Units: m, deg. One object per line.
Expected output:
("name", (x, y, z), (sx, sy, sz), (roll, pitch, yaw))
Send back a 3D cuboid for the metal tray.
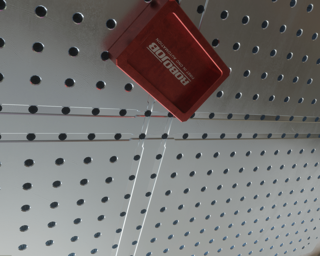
("metal tray", (0.016, -0.076, 0.368), (0.090, 0.030, 0.130), (-47, 129, 5))
